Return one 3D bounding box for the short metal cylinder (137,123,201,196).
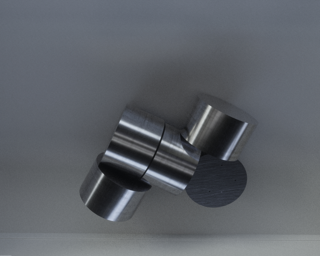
[{"bbox_3d":[0.011,0.039,0.396,0.050,0.080,0.080,25,108,-9],"label":"short metal cylinder"}]

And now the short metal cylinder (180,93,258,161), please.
[{"bbox_3d":[0.071,-0.003,0.380,0.080,0.080,0.050,22,109,-8],"label":"short metal cylinder"}]

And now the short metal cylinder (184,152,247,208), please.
[{"bbox_3d":[0.071,0.059,0.419,0.081,0.050,0.079,0,110,-1],"label":"short metal cylinder"}]

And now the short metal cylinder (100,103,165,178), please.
[{"bbox_3d":[-0.034,0.016,0.386,0.050,0.080,0.080,24,108,-9],"label":"short metal cylinder"}]

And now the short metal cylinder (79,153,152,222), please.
[{"bbox_3d":[-0.057,0.075,0.407,0.080,0.080,0.050,28,108,-10],"label":"short metal cylinder"}]
